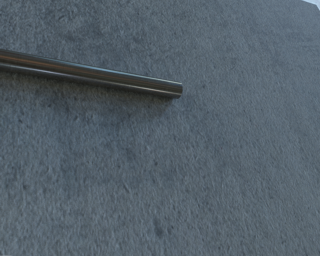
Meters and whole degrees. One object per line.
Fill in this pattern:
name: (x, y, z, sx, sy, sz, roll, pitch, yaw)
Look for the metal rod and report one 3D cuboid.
metal rod: (-0.109, -0.070, 0.388, 0.302, 0.025, 0.025, 6, 59, -25)
